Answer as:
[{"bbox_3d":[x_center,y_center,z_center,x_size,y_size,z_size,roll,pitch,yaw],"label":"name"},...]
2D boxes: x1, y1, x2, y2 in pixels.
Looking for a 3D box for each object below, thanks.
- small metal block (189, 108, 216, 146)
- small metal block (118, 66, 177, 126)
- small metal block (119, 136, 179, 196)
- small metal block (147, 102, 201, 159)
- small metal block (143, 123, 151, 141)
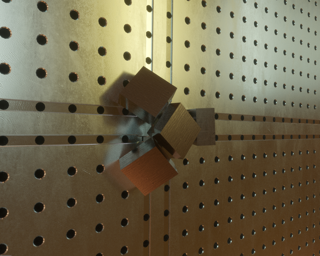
[{"bbox_3d":[0.058,-0.002,0.437,0.025,0.050,0.050,-2,92,-7],"label":"small metal block"},{"bbox_3d":[-0.015,-0.039,0.379,0.050,0.025,0.050,34,64,4],"label":"small metal block"},{"bbox_3d":[-0.014,0.047,0.380,0.050,0.025,0.050,-35,117,6],"label":"small metal block"},{"bbox_3d":[0.019,0.004,0.391,0.050,0.025,0.050,49,61,-29],"label":"small metal block"},{"bbox_3d":[0.006,0.004,0.413,0.050,0.025,0.050,2,92,-40],"label":"small metal block"}]
